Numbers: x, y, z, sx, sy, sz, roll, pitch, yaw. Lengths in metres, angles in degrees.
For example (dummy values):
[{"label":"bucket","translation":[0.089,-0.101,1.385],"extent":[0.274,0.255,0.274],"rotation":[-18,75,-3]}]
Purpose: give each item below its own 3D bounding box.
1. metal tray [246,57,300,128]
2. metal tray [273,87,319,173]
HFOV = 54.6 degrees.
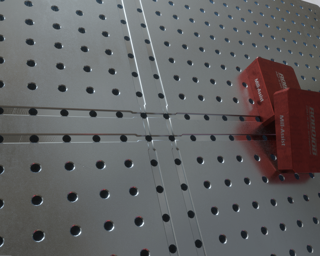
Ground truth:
[{"label":"metal tray","translation":[0.213,-0.060,0.555],"extent":[0.091,0.030,0.130],"rotation":[9,58,-24]},{"label":"metal tray","translation":[0.229,0.006,0.494],"extent":[0.091,0.030,0.129],"rotation":[4,80,-25]}]
